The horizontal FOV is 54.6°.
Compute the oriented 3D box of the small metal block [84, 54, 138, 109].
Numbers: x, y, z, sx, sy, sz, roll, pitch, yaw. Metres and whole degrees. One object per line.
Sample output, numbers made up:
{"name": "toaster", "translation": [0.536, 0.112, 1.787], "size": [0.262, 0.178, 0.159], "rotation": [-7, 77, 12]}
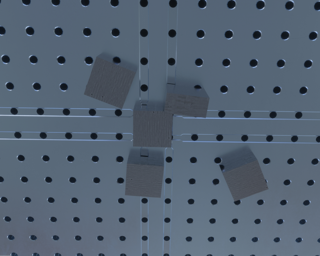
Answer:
{"name": "small metal block", "translation": [-0.062, -0.059, 0.391], "size": [0.050, 0.025, 0.050], "rotation": [21, 109, -8]}

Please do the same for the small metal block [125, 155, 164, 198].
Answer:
{"name": "small metal block", "translation": [-0.022, 0.069, 0.438], "size": [0.050, 0.025, 0.050], "rotation": [5, 110, -2]}

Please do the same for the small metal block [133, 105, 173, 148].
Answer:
{"name": "small metal block", "translation": [-0.010, -0.003, 0.412], "size": [0.050, 0.025, 0.050], "rotation": [2, 110, -1]}

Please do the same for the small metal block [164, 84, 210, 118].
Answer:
{"name": "small metal block", "translation": [0.031, -0.035, 0.387], "size": [0.050, 0.050, 0.025], "rotation": [7, 110, -3]}

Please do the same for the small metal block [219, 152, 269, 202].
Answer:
{"name": "small metal block", "translation": [0.118, 0.069, 0.440], "size": [0.050, 0.025, 0.050], "rotation": [-23, 109, 8]}
